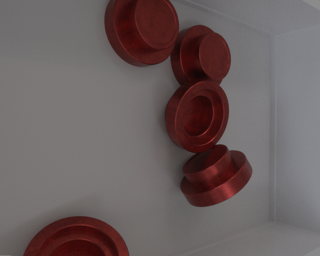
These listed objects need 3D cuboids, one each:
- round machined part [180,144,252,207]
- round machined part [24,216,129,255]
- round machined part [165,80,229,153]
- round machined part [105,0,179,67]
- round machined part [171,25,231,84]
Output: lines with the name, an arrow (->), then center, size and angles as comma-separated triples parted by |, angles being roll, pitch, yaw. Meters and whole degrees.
round machined part -> 0.070, 0.058, 0.418 | 0.099, 0.098, 0.042 | -40, 106, -33
round machined part -> -0.082, 0.140, 0.303 | 0.099, 0.098, 0.042 | -18, 139, -39
round machined part -> 0.046, -0.018, 0.425 | 0.099, 0.042, 0.097 | -11, 108, -35
round machined part -> -0.015, -0.127, 0.383 | 0.099, 0.042, 0.097 | 0, 90, -40
round machined part -> 0.066, -0.101, 0.450 | 0.099, 0.042, 0.097 | 0, 90, -40
